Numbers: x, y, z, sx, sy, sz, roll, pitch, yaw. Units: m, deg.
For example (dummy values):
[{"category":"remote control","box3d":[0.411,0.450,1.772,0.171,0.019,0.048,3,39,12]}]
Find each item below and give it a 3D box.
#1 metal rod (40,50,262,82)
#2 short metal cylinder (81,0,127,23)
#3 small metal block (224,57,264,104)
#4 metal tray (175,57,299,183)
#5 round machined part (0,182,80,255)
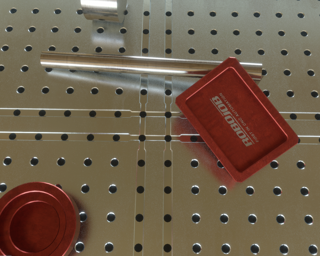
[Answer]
[{"category":"metal rod","box3d":[-0.017,-0.086,0.427,0.302,0.025,0.025,5,70,7]},{"category":"short metal cylinder","box3d":[-0.080,-0.198,0.454,0.050,0.080,0.080,7,70,2]},{"category":"small metal block","box3d":[0.108,-0.063,0.436,0.050,0.025,0.050,37,74,12]},{"category":"metal tray","box3d":[0.093,-0.010,0.385,0.090,0.030,0.130,-37,86,7]},{"category":"round machined part","box3d":[-0.142,0.114,0.359,0.099,0.042,0.098,0,70,-1]}]
